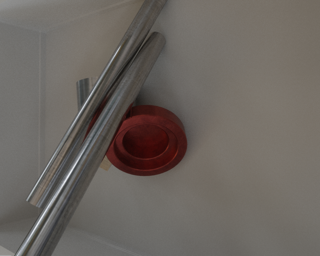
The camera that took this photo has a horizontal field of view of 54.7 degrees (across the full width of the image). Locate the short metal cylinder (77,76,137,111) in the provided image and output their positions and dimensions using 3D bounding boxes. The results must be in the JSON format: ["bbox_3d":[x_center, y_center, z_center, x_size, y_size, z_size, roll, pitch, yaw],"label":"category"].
[{"bbox_3d":[-0.073,-0.038,0.429,0.080,0.081,0.050,-7,85,39],"label":"short metal cylinder"}]

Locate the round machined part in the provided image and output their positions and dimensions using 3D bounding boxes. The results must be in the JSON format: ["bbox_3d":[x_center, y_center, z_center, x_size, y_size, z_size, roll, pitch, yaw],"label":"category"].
[{"bbox_3d":[-0.018,0.011,0.384,0.098,0.098,0.042,-49,27,28],"label":"round machined part"}]

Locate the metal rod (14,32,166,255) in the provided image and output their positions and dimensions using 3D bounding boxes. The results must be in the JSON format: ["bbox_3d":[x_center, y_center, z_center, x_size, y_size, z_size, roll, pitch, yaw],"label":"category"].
[{"bbox_3d":[-0.053,-0.006,0.325,0.025,0.025,0.300,-12,42,39],"label":"metal rod"}]

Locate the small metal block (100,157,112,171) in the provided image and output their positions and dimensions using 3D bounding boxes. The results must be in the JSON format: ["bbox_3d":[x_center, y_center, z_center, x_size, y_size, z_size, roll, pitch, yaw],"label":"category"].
[{"bbox_3d":[-0.067,0.025,0.440,0.025,0.050,0.050,31,113,-2],"label":"small metal block"}]

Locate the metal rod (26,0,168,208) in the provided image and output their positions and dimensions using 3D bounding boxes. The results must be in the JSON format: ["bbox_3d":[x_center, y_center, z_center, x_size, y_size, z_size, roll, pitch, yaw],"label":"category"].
[{"bbox_3d":[-0.069,-0.045,0.376,0.025,0.025,0.300,19,75,38],"label":"metal rod"}]
